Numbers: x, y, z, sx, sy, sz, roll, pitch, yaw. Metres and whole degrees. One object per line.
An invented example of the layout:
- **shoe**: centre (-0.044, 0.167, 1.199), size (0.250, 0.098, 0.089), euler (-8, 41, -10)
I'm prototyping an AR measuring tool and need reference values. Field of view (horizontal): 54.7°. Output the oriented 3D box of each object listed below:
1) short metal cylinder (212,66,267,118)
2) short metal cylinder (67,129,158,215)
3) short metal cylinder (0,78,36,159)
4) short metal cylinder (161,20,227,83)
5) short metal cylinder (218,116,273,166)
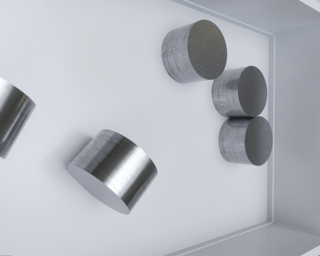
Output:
- **short metal cylinder**: centre (0.129, -0.057, 0.502), size (0.081, 0.050, 0.079), euler (0, 90, -40)
- **short metal cylinder**: centre (-0.050, 0.047, 0.331), size (0.050, 0.080, 0.080), euler (-52, 121, -27)
- **short metal cylinder**: centre (-0.150, -0.015, 0.246), size (0.080, 0.080, 0.050), euler (35, 68, -35)
- **short metal cylinder**: centre (0.049, -0.105, 0.433), size (0.081, 0.050, 0.079), euler (0, 90, -40)
- **short metal cylinder**: centre (0.143, 0.021, 0.513), size (0.081, 0.050, 0.079), euler (0, 90, -40)
